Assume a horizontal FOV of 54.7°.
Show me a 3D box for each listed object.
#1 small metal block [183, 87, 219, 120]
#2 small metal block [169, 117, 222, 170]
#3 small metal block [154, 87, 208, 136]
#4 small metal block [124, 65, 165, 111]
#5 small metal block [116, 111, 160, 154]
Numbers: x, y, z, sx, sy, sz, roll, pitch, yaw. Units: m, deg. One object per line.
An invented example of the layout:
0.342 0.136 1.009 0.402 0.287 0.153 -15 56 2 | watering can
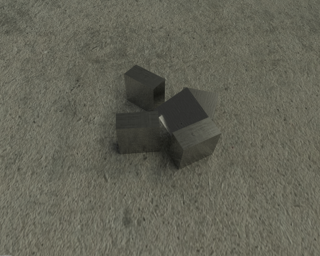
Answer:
0.051 -0.026 0.425 0.050 0.025 0.050 12 51 10 | small metal block
0.040 0.019 0.369 0.050 0.050 0.025 -23 61 -18 | small metal block
0.029 -0.014 0.388 0.050 0.025 0.050 -34 73 3 | small metal block
-0.021 -0.053 0.431 0.050 0.050 0.025 30 56 23 | small metal block
-0.026 0.006 0.381 0.050 0.050 0.025 -4 50 -3 | small metal block
